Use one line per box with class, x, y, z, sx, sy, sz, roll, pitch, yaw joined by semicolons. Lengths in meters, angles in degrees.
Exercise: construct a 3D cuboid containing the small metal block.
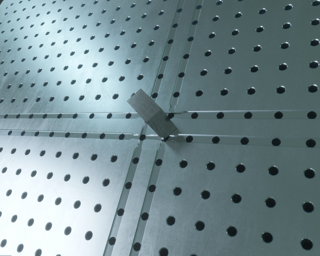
small metal block;-0.010;-0.017;0.407;0.025;0.050;0.050;-43;51;-1
